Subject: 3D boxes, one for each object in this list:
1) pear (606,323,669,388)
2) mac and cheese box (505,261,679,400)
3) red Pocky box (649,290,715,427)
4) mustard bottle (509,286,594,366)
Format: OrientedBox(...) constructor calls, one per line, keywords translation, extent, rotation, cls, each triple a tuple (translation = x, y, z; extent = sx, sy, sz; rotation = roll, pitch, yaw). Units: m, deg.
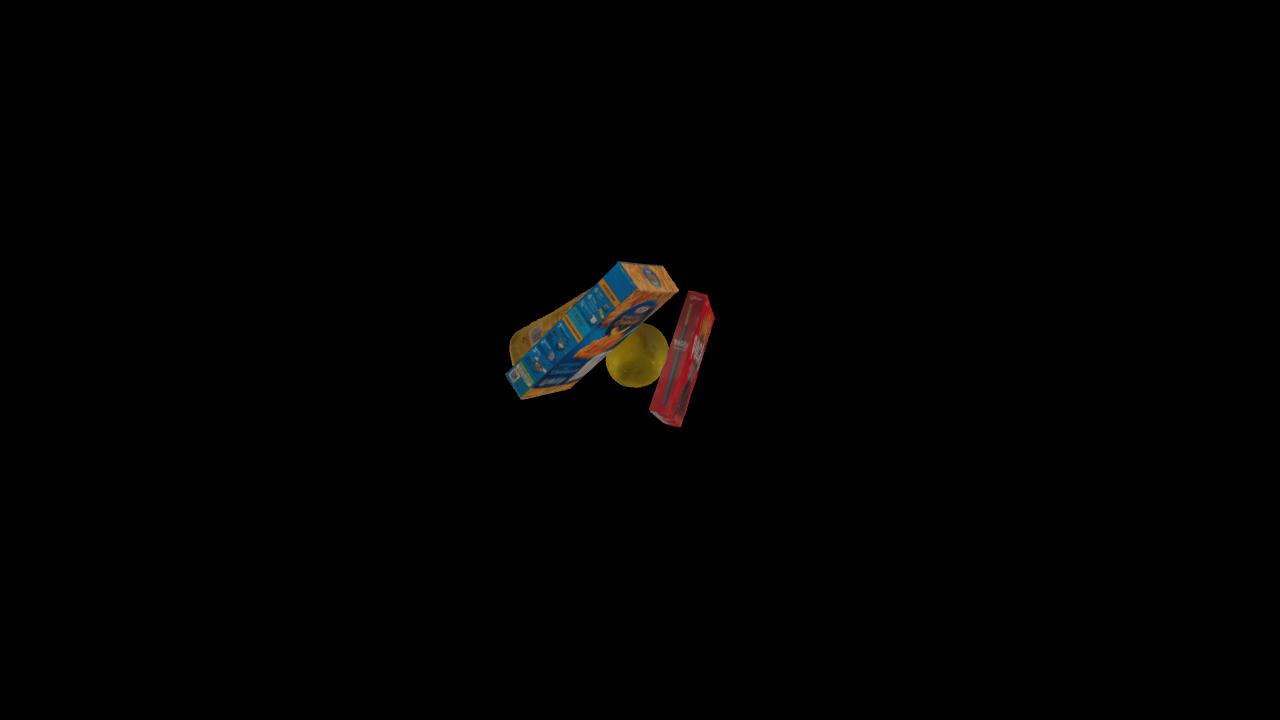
OrientedBox(translation=(-0.006, -0.022, 0.746), extent=(0.080, 0.111, 0.080), rotation=(-5, -42, -4), cls="pear")
OrientedBox(translation=(-0.051, -0.029, 0.651), extent=(0.184, 0.041, 0.093), rotation=(-41, -16, 26), cls="mac and cheese box")
OrientedBox(translation=(0.054, 0.000, 0.751), extent=(0.028, 0.155, 0.083), rotation=(15, -11, 19), cls="red Pocky box")
OrientedBox(translation=(-0.066, -0.042, 0.726), extent=(0.184, 0.054, 0.092), rotation=(-30, 35, 12), cls="mustard bottle")
